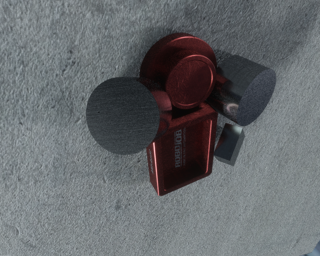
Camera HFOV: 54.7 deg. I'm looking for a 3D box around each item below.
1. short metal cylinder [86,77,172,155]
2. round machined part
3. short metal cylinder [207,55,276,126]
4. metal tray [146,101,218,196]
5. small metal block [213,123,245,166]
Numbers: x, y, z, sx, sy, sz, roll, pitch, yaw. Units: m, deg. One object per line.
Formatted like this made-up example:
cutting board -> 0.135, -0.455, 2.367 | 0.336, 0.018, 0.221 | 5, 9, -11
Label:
short metal cylinder -> -0.032, -0.015, 0.337 | 0.080, 0.080, 0.050 | -61, 170, 15
round machined part -> 0.028, -0.062, 0.375 | 0.099, 0.042, 0.097 | -14, 124, -21
short metal cylinder -> 0.106, -0.049, 0.406 | 0.081, 0.050, 0.079 | -29, 138, -30
metal tray -> 0.029, 0.030, 0.425 | 0.091, 0.030, 0.129 | -20, 136, -17
small metal block -> 0.103, 0.025, 0.458 | 0.050, 0.025, 0.050 | -67, 157, -8
